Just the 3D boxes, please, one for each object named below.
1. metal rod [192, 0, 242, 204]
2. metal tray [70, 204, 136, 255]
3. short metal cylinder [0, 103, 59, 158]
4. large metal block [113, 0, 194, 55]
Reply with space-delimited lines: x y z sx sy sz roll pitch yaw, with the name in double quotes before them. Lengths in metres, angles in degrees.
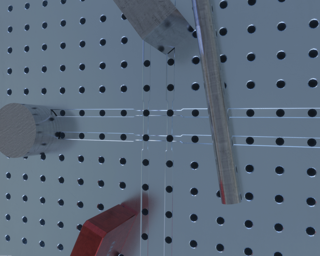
"metal rod" 0.068 -0.057 0.388 0.025 0.025 0.298 -9 87 20
"metal tray" -0.086 0.173 0.408 0.030 0.090 0.129 26 99 18
"short metal cylinder" -0.203 0.003 0.471 0.080 0.050 0.080 0 90 20
"large metal block" -0.010 -0.146 0.387 0.050 0.080 0.080 -38 78 16
